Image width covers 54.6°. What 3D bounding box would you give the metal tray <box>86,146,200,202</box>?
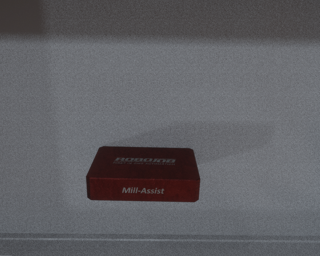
[{"bbox_3d":[-0.019,0.056,0.396,0.131,0.090,0.030,1,110,-1],"label":"metal tray"}]
